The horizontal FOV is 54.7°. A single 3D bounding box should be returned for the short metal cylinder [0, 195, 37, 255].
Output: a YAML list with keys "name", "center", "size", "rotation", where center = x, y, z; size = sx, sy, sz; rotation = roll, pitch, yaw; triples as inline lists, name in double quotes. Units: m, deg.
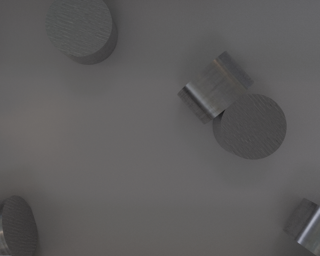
- name: "short metal cylinder"
  center: [-0.196, 0.129, 0.382]
  size: [0.050, 0.080, 0.080]
  rotation: [-17, 90, 0]

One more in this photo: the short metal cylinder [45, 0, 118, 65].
- name: "short metal cylinder"
  center: [-0.098, -0.126, 0.398]
  size: [0.081, 0.050, 0.080]
  rotation: [0, 90, 0]

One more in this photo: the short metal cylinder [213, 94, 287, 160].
- name: "short metal cylinder"
  center: [0.113, -0.002, 0.399]
  size: [0.081, 0.050, 0.079]
  rotation: [0, 91, -1]

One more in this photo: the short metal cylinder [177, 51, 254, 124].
- name: "short metal cylinder"
  center: [0.068, -0.049, 0.384]
  size: [0.080, 0.080, 0.050]
  rotation: [-41, 90, 0]

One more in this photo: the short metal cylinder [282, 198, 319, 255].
- name: "short metal cylinder"
  center: [0.203, 0.131, 0.385]
  size: [0.080, 0.080, 0.050]
  rotation: [33, 90, 0]
